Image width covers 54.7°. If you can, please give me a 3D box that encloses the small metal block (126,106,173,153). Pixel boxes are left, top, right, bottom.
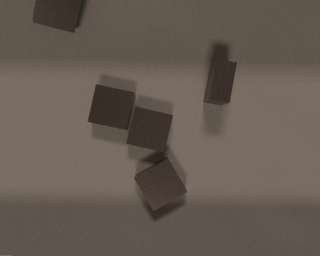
[{"bbox_3d":[-0.013,0.002,0.411,0.050,0.025,0.050,13,90,-1],"label":"small metal block"}]

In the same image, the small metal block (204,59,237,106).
[{"bbox_3d":[0.076,-0.057,0.400,0.025,0.050,0.050,10,90,0],"label":"small metal block"}]

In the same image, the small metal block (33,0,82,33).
[{"bbox_3d":[-0.130,-0.154,0.391,0.050,0.025,0.050,8,114,-28],"label":"small metal block"}]

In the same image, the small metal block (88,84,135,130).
[{"bbox_3d":[-0.063,-0.027,0.411,0.050,0.025,0.050,12,90,-1],"label":"small metal block"}]

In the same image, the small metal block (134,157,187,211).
[{"bbox_3d":[0.001,0.073,0.412,0.050,0.025,0.050,-30,90,-1],"label":"small metal block"}]
